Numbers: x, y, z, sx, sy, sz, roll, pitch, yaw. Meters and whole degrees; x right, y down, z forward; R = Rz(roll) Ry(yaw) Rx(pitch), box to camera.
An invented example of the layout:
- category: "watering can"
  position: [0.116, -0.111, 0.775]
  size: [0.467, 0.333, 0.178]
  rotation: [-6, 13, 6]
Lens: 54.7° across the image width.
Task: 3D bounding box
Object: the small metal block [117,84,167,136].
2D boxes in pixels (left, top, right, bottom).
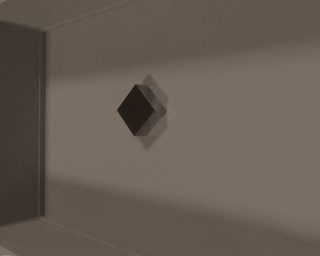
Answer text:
- category: "small metal block"
  position: [-0.026, -0.024, 0.426]
  size: [0.050, 0.025, 0.050]
  rotation: [-50, 61, 28]
